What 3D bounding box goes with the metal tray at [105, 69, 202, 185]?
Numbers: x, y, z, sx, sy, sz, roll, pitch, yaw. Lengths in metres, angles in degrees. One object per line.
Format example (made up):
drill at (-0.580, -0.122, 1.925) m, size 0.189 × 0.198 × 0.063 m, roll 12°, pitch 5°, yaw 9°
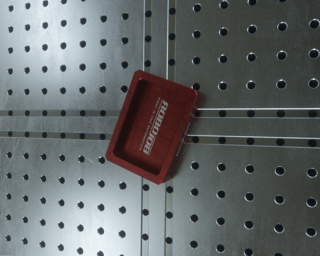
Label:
metal tray at (-0.010, -0.002, 0.413) m, size 0.090 × 0.030 × 0.129 m, roll 23°, pitch 98°, yaw 18°
